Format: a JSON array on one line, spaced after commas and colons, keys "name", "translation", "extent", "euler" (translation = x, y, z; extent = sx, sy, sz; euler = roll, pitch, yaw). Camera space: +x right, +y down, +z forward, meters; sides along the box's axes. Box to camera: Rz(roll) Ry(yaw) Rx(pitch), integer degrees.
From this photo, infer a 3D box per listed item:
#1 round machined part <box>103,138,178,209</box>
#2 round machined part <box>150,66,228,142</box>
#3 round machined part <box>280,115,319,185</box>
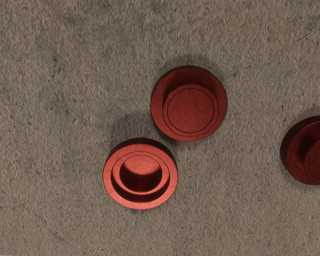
[{"name": "round machined part", "translation": [-0.025, 0.058, 0.422], "extent": [0.099, 0.042, 0.097], "euler": [0, 110, -1]}, {"name": "round machined part", "translation": [0.037, -0.027, 0.391], "extent": [0.099, 0.042, 0.097], "euler": [0, 110, -1]}, {"name": "round machined part", "translation": [0.219, 0.035, 0.417], "extent": [0.099, 0.042, 0.097], "euler": [0, 110, -1]}]
